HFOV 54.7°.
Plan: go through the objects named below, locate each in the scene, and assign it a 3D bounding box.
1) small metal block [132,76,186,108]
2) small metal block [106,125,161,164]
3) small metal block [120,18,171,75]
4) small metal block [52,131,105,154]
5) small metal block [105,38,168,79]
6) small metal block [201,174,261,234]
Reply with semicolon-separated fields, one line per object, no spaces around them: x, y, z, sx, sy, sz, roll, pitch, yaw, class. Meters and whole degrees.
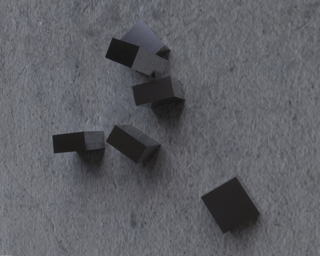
0.000;-0.044;0.395;0.050;0.050;0.025;-12;86;19;small metal block
-0.034;0.020;0.407;0.050;0.050;0.025;34;101;16;small metal block
-0.023;-0.108;0.416;0.050;0.025;0.050;-42;77;15;small metal block
-0.113;0.019;0.434;0.050;0.050;0.025;-6;88;19;small metal block
-0.028;-0.082;0.370;0.050;0.050;0.025;29;100;39;small metal block
0.087;0.092;0.378;0.050;0.025;0.050;-35;79;16;small metal block
